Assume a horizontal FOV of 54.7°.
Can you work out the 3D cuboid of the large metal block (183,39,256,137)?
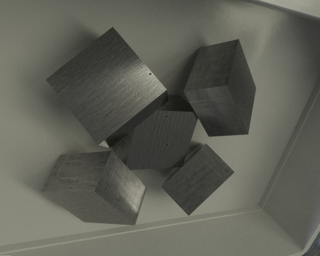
[{"bbox_3d":[0.077,-0.046,0.377,0.080,0.050,0.080,55,42,-39],"label":"large metal block"}]

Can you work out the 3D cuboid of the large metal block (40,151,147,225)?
[{"bbox_3d":[-0.075,0.073,0.368,0.080,0.050,0.080,-7,137,30],"label":"large metal block"}]

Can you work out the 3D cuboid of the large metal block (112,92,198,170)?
[{"bbox_3d":[-0.007,0.004,0.387,0.081,0.050,0.079,1,118,-29],"label":"large metal block"}]

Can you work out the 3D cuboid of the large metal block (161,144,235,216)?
[{"bbox_3d":[0.051,0.067,0.432,0.080,0.050,0.080,-44,174,2],"label":"large metal block"}]

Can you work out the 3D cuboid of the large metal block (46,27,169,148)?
[{"bbox_3d":[-0.049,-0.037,0.310,0.080,0.080,0.050,-39,173,-2],"label":"large metal block"}]
